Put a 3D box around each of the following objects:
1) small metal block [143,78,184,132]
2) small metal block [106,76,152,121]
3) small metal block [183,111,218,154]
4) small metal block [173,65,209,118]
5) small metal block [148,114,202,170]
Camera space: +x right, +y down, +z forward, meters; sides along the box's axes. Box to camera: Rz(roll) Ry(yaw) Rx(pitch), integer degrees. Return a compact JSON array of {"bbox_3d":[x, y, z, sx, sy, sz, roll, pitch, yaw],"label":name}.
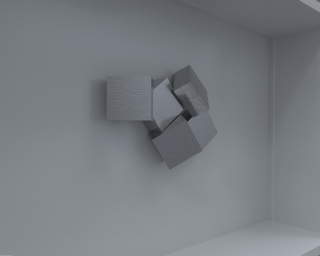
[{"bbox_3d":[-0.002,-0.030,0.404,0.050,0.025,0.050,-45,118,-31],"label":"small metal block"},{"bbox_3d":[-0.034,-0.033,0.360,0.050,0.025,0.050,0,89,3],"label":"small metal block"},{"bbox_3d":[0.052,0.001,0.450,0.050,0.025,0.050,-43,117,-31],"label":"small metal block"},{"bbox_3d":[0.043,-0.051,0.428,0.050,0.025,0.050,51,25,-28],"label":"small metal block"},{"bbox_3d":[0.020,0.018,0.408,0.050,0.025,0.050,-31,113,-3],"label":"small metal block"}]
